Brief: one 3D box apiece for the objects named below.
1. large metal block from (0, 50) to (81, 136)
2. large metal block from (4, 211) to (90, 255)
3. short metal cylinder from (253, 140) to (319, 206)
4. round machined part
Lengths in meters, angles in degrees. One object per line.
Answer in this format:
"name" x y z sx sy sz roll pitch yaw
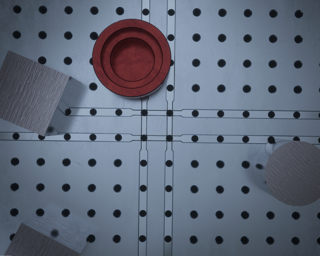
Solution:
"large metal block" -0.162 -0.042 0.399 0.080 0.050 0.080 23 90 0
"large metal block" -0.151 0.168 0.400 0.080 0.050 0.080 28 90 0
"short metal cylinder" 0.168 0.055 0.402 0.081 0.050 0.080 0 90 0
"round machined part" -0.035 -0.087 0.404 0.099 0.042 0.097 0 90 0
